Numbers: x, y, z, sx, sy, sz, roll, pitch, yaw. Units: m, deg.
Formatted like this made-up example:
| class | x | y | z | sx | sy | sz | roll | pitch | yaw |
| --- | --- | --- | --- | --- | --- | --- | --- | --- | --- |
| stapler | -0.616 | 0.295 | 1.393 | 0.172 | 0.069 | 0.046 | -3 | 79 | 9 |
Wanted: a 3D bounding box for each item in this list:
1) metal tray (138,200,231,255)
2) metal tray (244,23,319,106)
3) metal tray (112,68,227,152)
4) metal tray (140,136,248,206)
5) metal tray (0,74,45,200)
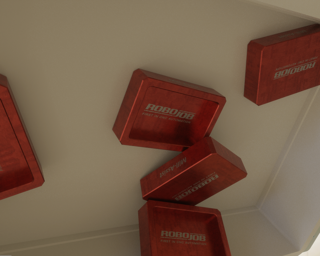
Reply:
| class | x | y | z | sx | sy | sz | roll | pitch | yaw |
| --- | --- | --- | --- | --- | --- | --- | --- | --- | --- |
| metal tray | 0.036 | 0.158 | 0.446 | 0.131 | 0.090 | 0.030 | 14 | 135 | -25 |
| metal tray | 0.188 | -0.093 | 0.453 | 0.131 | 0.030 | 0.089 | -18 | 126 | -18 |
| metal tray | 0.014 | -0.017 | 0.404 | 0.131 | 0.030 | 0.089 | 9 | 114 | -33 |
| metal tray | 0.047 | 0.073 | 0.449 | 0.130 | 0.030 | 0.090 | -36 | 133 | 24 |
| metal tray | -0.183 | 0.018 | 0.316 | 0.091 | 0.030 | 0.129 | -18 | 126 | -18 |
